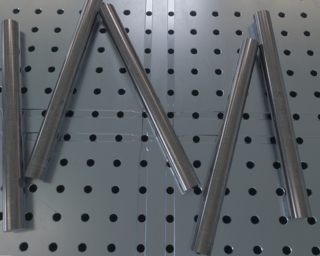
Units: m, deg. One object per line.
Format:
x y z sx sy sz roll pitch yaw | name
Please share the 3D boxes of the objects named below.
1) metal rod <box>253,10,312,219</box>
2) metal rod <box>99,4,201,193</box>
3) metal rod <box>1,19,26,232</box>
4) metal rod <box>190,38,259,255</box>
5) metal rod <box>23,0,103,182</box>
0.162 -0.032 0.424 0.025 0.025 0.299 -3 70 -1 | metal rod
-0.021 -0.053 0.431 0.025 0.025 0.299 -23 72 -8 | metal rod
-0.199 -0.017 0.417 0.025 0.025 0.299 -10 70 -4 | metal rod
0.090 0.010 0.408 0.025 0.025 0.300 16 71 6 | metal rod
-0.129 -0.074 0.438 0.025 0.025 0.299 11 70 4 | metal rod
